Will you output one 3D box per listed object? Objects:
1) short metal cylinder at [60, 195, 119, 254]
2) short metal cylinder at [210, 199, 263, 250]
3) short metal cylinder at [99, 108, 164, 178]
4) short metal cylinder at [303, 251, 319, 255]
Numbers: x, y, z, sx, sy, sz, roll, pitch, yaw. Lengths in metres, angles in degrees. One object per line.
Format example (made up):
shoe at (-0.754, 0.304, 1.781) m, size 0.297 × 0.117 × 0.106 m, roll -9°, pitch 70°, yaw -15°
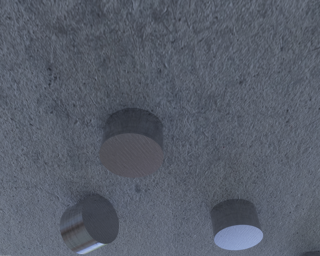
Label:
short metal cylinder at (-0.113, 0.156, 0.503) m, size 0.050 × 0.080 × 0.080 m, roll -31°, pitch 124°, yaw 24°
short metal cylinder at (0.131, 0.167, 0.534) m, size 0.081 × 0.050 × 0.079 m, roll 0°, pitch 130°, yaw 0°
short metal cylinder at (-0.036, 0.020, 0.408) m, size 0.081 × 0.050 × 0.079 m, roll 0°, pitch 130°, yaw 0°
short metal cylinder at (0.325, 0.301, 0.630) m, size 0.080 × 0.080 × 0.050 m, roll -7°, pitch 130°, yaw 6°
